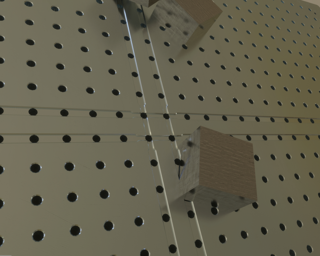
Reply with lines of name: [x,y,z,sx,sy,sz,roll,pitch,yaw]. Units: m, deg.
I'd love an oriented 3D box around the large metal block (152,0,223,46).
large metal block: [0.048,-0.202,0.541,0.080,0.050,0.080,47,51,4]

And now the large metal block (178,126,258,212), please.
large metal block: [0.073,0.054,0.398,0.080,0.050,0.080,18,55,-18]

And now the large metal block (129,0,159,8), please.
large metal block: [-0.036,-0.251,0.491,0.080,0.080,0.050,27,49,15]
